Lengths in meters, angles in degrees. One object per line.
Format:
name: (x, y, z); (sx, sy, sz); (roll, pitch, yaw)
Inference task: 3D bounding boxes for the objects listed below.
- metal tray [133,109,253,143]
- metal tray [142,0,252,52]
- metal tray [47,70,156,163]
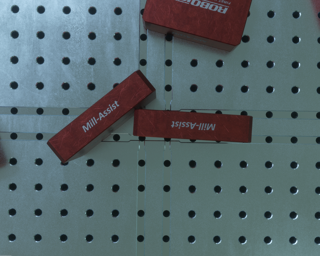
metal tray: (0.036, -0.003, 0.381); (0.131, 0.090, 0.030); (4, 90, -1)
metal tray: (0.051, -0.164, 0.411); (0.131, 0.030, 0.089); (15, 90, -1)
metal tray: (-0.065, -0.013, 0.380); (0.130, 0.090, 0.030); (-39, 90, 0)
